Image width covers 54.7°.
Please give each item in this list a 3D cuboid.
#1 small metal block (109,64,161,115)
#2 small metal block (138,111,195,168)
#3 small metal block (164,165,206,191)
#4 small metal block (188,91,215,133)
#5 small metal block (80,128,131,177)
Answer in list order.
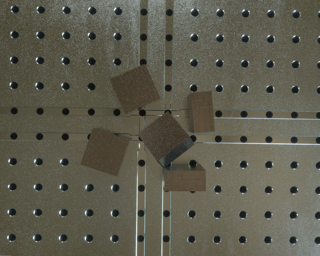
[{"bbox_3d":[-0.032,-0.051,0.413,0.050,0.025,0.050,-24,90,-1],"label":"small metal block"},{"bbox_3d":[0.008,0.015,0.402,0.050,0.025,0.050,-37,58,-1],"label":"small metal block"},{"bbox_3d":[0.031,0.063,0.401,0.050,0.050,0.025,0,92,0],"label":"small metal block"},{"bbox_3d":[0.052,-0.020,0.402,0.025,0.050,0.050,-5,90,0],"label":"small metal block"},{"bbox_3d":[-0.071,0.031,0.413,0.050,0.025,0.050,19,90,-1],"label":"small metal block"}]
